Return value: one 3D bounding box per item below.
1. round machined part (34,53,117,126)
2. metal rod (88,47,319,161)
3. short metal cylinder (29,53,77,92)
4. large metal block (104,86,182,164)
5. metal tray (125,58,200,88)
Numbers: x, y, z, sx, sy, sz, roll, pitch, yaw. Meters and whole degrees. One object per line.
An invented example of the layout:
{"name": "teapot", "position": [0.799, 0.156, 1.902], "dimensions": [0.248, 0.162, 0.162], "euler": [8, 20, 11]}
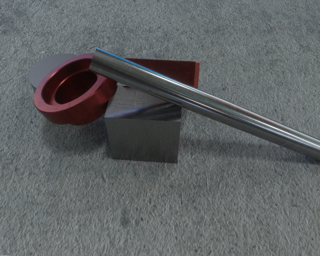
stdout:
{"name": "round machined part", "position": [-0.095, -0.042, 0.370], "dimensions": [0.098, 0.042, 0.098], "euler": [-13, 47, 15]}
{"name": "metal rod", "position": [0.070, -0.018, 0.345], "dimensions": [0.302, 0.025, 0.025], "euler": [20, 49, -15]}
{"name": "short metal cylinder", "position": [-0.136, -0.061, 0.438], "dimensions": [0.081, 0.050, 0.080], "euler": [0, 50, 0]}
{"name": "large metal block", "position": [-0.017, -0.003, 0.370], "dimensions": [0.080, 0.080, 0.050], "euler": [4, 50, 2]}
{"name": "metal tray", "position": [0.003, -0.074, 0.414], "dimensions": [0.091, 0.030, 0.130], "euler": [4, 11, 3]}
